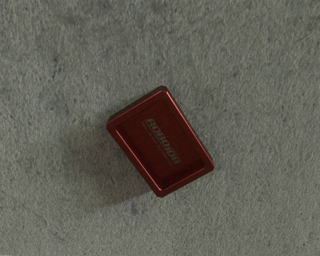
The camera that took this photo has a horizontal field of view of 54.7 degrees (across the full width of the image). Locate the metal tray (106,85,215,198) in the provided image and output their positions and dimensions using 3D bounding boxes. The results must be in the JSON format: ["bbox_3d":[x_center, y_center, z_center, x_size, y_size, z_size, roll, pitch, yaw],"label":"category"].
[{"bbox_3d":[0.002,0.021,0.414,0.090,0.030,0.130,-31,108,10],"label":"metal tray"}]
